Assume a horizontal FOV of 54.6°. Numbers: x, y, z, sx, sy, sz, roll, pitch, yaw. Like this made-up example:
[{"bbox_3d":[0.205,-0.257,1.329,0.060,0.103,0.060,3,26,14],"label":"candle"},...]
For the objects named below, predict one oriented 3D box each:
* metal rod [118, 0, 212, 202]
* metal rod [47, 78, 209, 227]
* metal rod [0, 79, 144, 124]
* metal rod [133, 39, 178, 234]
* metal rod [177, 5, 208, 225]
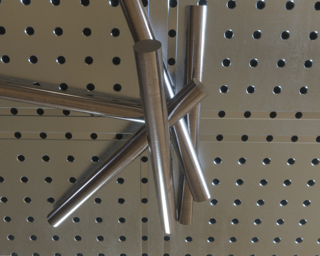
[{"bbox_3d":[0.005,-0.044,0.380,0.025,0.025,0.299,-19,103,7],"label":"metal rod"},{"bbox_3d":[-0.056,0.045,0.401,0.025,0.025,0.299,42,115,-14],"label":"metal rod"},{"bbox_3d":[-0.144,-0.039,0.397,0.302,0.025,0.025,10,110,-4],"label":"metal rod"},{"bbox_3d":[0.002,0.038,0.370,0.025,0.025,0.298,-5,132,2],"label":"metal rod"},{"bbox_3d":[0.041,-0.003,0.412,0.025,0.025,0.298,1,110,0],"label":"metal rod"}]
